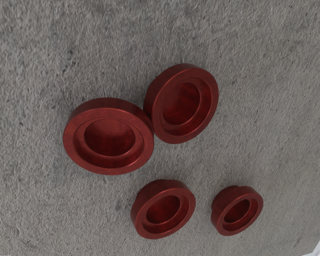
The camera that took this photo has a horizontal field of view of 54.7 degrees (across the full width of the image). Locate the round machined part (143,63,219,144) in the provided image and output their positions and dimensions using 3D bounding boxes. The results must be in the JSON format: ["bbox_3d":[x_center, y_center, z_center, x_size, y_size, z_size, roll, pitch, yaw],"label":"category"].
[{"bbox_3d":[0.021,-0.033,0.382,0.099,0.042,0.097,-18,125,-27],"label":"round machined part"}]

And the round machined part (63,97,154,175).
[{"bbox_3d":[-0.056,0.005,0.354,0.099,0.042,0.097,-1,128,-2],"label":"round machined part"}]

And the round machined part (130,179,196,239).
[{"bbox_3d":[0.001,0.117,0.469,0.099,0.042,0.097,-14,124,-21],"label":"round machined part"}]

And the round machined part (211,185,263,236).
[{"bbox_3d":[0.132,0.142,0.556,0.099,0.042,0.097,-14,124,-21],"label":"round machined part"}]
